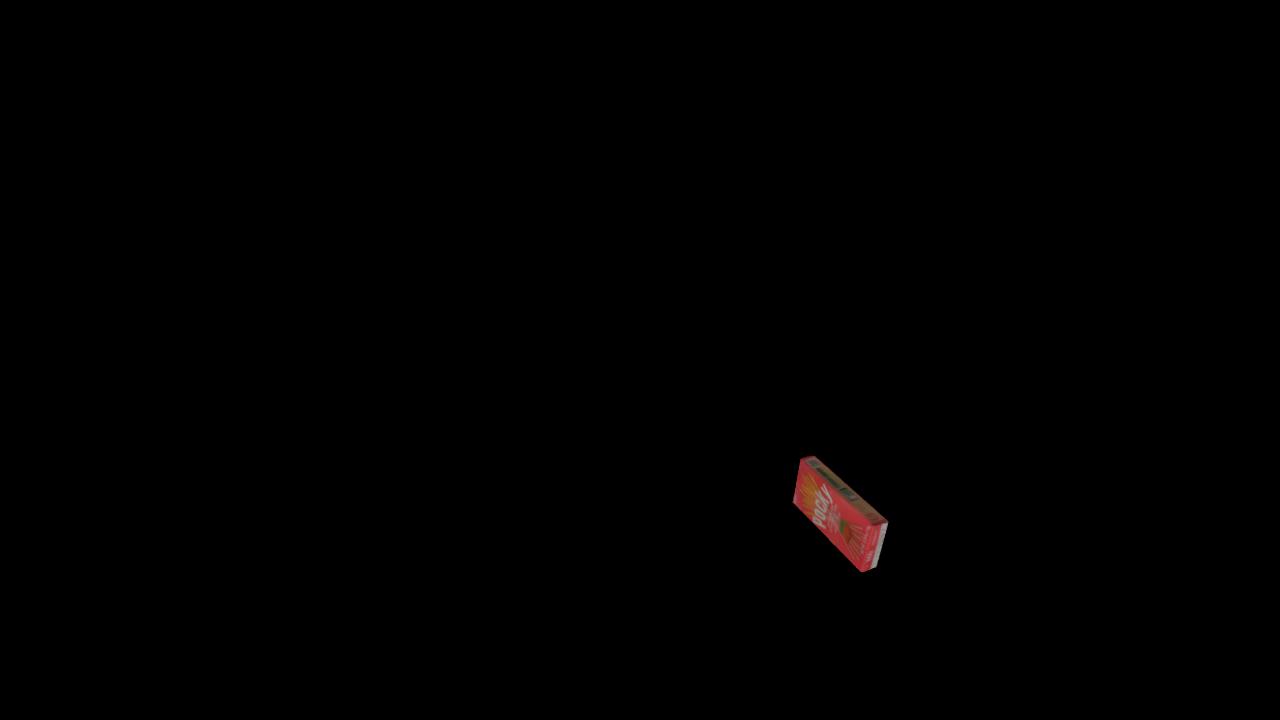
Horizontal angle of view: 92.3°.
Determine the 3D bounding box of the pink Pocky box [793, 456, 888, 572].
[{"bbox_3d":[0.274,0.211,0.858,0.029,0.084,0.155,-10,30,-22],"label":"pink Pocky box"}]
